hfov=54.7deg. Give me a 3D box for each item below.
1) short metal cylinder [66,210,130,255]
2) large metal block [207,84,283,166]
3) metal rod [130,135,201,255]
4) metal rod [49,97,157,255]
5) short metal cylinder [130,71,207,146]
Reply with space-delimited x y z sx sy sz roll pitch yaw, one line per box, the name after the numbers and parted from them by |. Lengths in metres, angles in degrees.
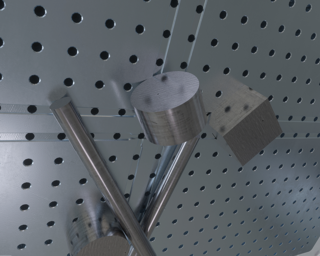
-0.091 0.168 0.450 0.081 0.050 0.079 -14 124 -21 | short metal cylinder
0.125 -0.003 0.462 0.080 0.050 0.080 -41 130 0 | large metal block
-0.011 0.136 0.489 0.025 0.025 0.298 11 113 -33 | metal rod
-0.062 0.091 0.415 0.025 0.025 0.299 -28 123 -11 | metal rod
0.011 -0.025 0.367 0.080 0.080 0.050 -28 128 -11 | short metal cylinder
